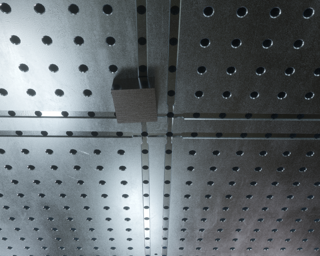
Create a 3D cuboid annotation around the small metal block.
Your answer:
[{"bbox_3d":[-0.030,-0.034,0.382,0.050,0.025,0.050,-3,130,2],"label":"small metal block"}]
